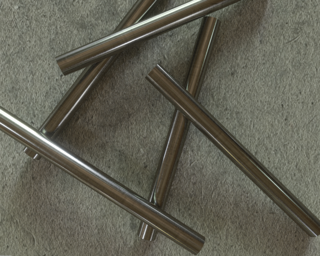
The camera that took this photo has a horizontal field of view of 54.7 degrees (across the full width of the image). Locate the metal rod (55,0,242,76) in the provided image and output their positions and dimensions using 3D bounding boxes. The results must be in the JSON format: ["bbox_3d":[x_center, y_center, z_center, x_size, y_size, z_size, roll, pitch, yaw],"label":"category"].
[{"bbox_3d":[0.015,-0.138,0.393,0.302,0.025,0.025,-25,90,-7],"label":"metal rod"}]

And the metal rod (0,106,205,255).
[{"bbox_3d":[-0.077,0.065,0.383,0.301,0.025,0.025,33,90,0],"label":"metal rod"}]

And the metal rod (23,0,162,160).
[{"bbox_3d":[-0.078,-0.085,0.409,0.025,0.025,0.300,37,90,0],"label":"metal rod"}]

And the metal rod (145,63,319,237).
[{"bbox_3d":[0.099,0.032,0.394,0.300,0.025,0.025,43,90,-7],"label":"metal rod"}]

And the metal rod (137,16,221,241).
[{"bbox_3d":[0.025,0.001,0.409,0.025,0.025,0.298,17,90,0],"label":"metal rod"}]
